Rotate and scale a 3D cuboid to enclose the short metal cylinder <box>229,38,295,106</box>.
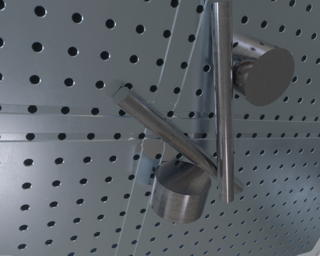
[{"bbox_3d":[0.132,-0.076,0.420,0.081,0.050,0.079,-14,124,-21],"label":"short metal cylinder"}]

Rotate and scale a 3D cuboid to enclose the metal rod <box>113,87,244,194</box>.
[{"bbox_3d":[0.046,0.034,0.457,0.025,0.025,0.301,-48,129,5],"label":"metal rod"}]

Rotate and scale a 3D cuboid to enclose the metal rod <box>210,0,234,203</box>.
[{"bbox_3d":[0.089,-0.017,0.429,0.025,0.025,0.298,-18,120,-18],"label":"metal rod"}]

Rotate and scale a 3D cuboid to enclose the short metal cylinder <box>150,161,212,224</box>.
[{"bbox_3d":[0.029,0.090,0.447,0.081,0.080,0.050,-4,120,-27],"label":"short metal cylinder"}]
